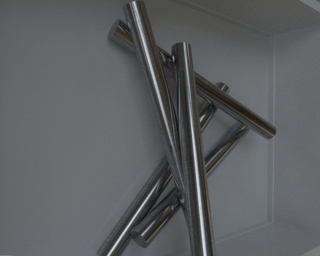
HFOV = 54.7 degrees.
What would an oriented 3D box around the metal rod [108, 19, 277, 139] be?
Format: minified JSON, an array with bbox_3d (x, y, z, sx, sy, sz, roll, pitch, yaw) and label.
[{"bbox_3d":[0.063,-0.055,0.434,0.301,0.025,0.025,28,72,-28],"label":"metal rod"}]

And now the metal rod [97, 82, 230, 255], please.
[{"bbox_3d":[0.018,0.044,0.424,0.025,0.025,0.301,52,59,-28],"label":"metal rod"}]

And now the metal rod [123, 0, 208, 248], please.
[{"bbox_3d":[0.012,0.003,0.368,0.025,0.025,0.298,-22,100,-38],"label":"metal rod"}]

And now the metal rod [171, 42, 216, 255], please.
[{"bbox_3d":[0.037,0.041,0.340,0.025,0.025,0.299,12,66,-40],"label":"metal rod"}]

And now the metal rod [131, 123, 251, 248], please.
[{"bbox_3d":[0.068,0.055,0.449,0.302,0.025,0.025,-38,114,-39],"label":"metal rod"}]
